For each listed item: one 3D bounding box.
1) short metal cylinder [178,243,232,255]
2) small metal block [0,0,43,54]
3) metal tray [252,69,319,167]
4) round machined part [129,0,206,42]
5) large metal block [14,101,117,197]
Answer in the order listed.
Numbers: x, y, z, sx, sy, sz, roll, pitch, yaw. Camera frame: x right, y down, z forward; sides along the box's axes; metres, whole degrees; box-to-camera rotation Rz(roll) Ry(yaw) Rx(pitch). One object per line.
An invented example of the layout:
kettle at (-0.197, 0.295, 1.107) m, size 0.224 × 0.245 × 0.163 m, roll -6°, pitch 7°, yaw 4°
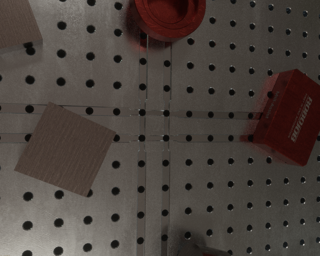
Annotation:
short metal cylinder at (0.057, 0.198, 0.406) m, size 0.050 × 0.080 × 0.080 m, roll 21°, pitch 83°, yaw -19°
small metal block at (-0.167, -0.116, 0.351) m, size 0.050 × 0.025 × 0.050 m, roll -21°, pitch 97°, yaw -19°
metal tray at (0.211, -0.016, 0.490) m, size 0.090 × 0.030 × 0.130 m, roll 29°, pitch 80°, yaw -18°
round machined part at (0.007, -0.162, 0.407) m, size 0.099 × 0.042 × 0.097 m, roll 0°, pitch 90°, yaw -21°
large metal block at (-0.109, 0.024, 0.360) m, size 0.080 × 0.050 × 0.080 m, roll 26°, pitch 81°, yaw -19°
